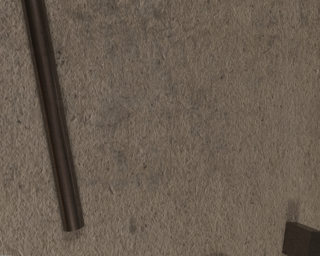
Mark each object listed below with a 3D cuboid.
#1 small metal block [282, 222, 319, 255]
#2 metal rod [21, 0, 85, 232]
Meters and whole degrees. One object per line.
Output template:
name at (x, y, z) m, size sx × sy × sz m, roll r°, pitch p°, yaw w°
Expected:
small metal block at (0.220, 0.178, 0.480) m, size 0.025 × 0.050 × 0.050 m, roll 10°, pitch 87°, yaw -20°
metal rod at (-0.127, -0.028, 0.362) m, size 0.025 × 0.025 × 0.298 m, roll -10°, pitch 94°, yaw -20°
